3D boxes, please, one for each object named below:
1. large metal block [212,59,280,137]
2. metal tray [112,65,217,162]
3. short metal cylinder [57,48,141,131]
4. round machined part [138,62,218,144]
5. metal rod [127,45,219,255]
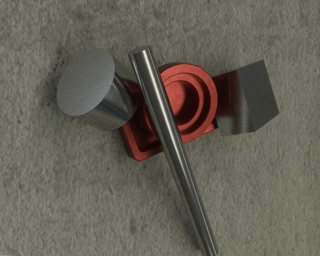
[{"bbox_3d":[0.113,-0.042,0.422,0.081,0.050,0.080,-26,100,-45],"label":"large metal block"},{"bbox_3d":[0.008,-0.021,0.411,0.131,0.030,0.090,-22,98,-19],"label":"metal tray"},{"bbox_3d":[-0.068,-0.042,0.350,0.050,0.080,0.080,34,76,-54],"label":"short metal cylinder"},{"bbox_3d":[0.018,-0.032,0.383,0.099,0.042,0.097,-7,108,-23],"label":"round machined part"},{"bbox_3d":[0.025,0.048,0.374,0.025,0.025,0.298,-29,117,-18],"label":"metal rod"}]
